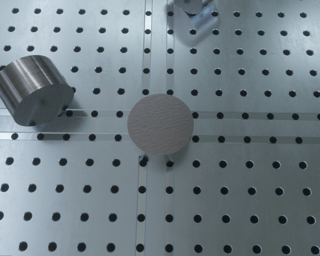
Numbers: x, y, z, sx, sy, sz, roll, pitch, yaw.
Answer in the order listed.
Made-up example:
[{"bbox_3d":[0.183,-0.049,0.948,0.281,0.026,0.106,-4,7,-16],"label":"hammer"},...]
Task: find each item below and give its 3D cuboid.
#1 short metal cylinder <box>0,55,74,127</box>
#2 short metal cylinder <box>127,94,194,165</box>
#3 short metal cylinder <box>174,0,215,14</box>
[{"bbox_3d":[-0.160,-0.047,0.398,0.080,0.080,0.050,-35,74,-12],"label":"short metal cylinder"},{"bbox_3d":[0.001,0.003,0.397,0.081,0.050,0.080,0,70,0],"label":"short metal cylinder"},{"bbox_3d":[0.052,-0.220,0.463,0.050,0.080,0.080,-41,75,-13],"label":"short metal cylinder"}]
